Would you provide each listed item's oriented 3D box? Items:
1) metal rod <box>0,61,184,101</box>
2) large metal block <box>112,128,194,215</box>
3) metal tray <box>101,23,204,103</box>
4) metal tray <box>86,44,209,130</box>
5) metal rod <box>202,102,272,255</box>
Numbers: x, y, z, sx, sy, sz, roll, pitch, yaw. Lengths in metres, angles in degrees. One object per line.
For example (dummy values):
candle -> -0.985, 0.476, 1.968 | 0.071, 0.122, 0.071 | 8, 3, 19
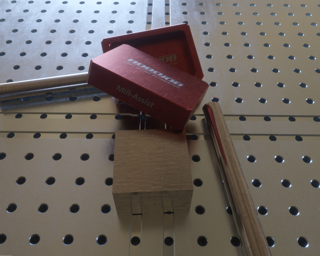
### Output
metal rod -> -0.090, -0.075, 0.469 | 0.302, 0.025, 0.025 | -9, 51, -9
large metal block -> -0.009, 0.048, 0.351 | 0.081, 0.050, 0.080 | -2, 50, -2
metal tray -> -0.011, -0.095, 0.453 | 0.131, 0.030, 0.090 | -14, 83, -9
metal tray -> -0.012, -0.056, 0.388 | 0.130, 0.030, 0.090 | 27, 34, 8
metal rod -> 0.090, 0.086, 0.336 | 0.025, 0.025, 0.300 | -5, 50, -5
